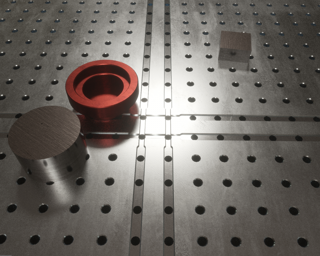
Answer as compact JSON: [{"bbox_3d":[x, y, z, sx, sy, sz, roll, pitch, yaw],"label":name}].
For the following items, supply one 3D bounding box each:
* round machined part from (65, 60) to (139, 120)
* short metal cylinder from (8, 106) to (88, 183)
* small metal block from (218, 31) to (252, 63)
[{"bbox_3d":[-0.079,-0.050,0.437,0.099,0.042,0.098,0,50,0],"label":"round machined part"},{"bbox_3d":[-0.132,0.019,0.374,0.081,0.050,0.080,0,50,0],"label":"short metal cylinder"},{"bbox_3d":[0.127,-0.138,0.526,0.050,0.025,0.050,7,50,6],"label":"small metal block"}]
